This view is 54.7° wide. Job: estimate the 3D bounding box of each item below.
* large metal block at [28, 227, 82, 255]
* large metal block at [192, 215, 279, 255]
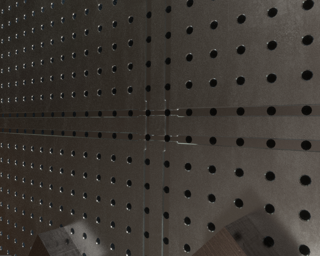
[{"bbox_3d":[-0.186,0.237,0.543,0.080,0.050,0.080,43,116,31],"label":"large metal block"},{"bbox_3d":[0.080,0.154,0.326,0.080,0.050,0.080,52,120,27],"label":"large metal block"}]
